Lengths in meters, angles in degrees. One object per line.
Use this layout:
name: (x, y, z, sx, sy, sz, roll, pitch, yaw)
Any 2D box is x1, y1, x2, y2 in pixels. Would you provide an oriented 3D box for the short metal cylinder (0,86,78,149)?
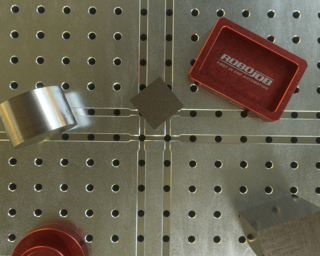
short metal cylinder: (-0.151, -0.013, 0.384, 0.080, 0.080, 0.050, -23, 90, 0)

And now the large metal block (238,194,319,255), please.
large metal block: (0.154, 0.127, 0.388, 0.080, 0.080, 0.050, -18, 90, 0)

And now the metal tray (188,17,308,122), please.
metal tray: (0.114, -0.075, 0.412, 0.130, 0.030, 0.090, 28, 90, -1)

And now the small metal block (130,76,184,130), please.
small metal block: (-0.004, -0.032, 0.413, 0.050, 0.025, 0.050, -39, 91, 0)

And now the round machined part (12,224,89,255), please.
round machined part: (-0.146, 0.180, 0.403, 0.099, 0.042, 0.097, 0, 90, -1)
